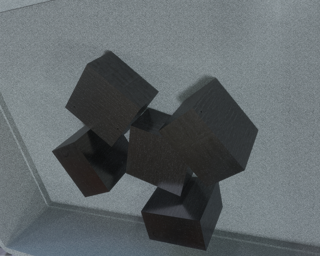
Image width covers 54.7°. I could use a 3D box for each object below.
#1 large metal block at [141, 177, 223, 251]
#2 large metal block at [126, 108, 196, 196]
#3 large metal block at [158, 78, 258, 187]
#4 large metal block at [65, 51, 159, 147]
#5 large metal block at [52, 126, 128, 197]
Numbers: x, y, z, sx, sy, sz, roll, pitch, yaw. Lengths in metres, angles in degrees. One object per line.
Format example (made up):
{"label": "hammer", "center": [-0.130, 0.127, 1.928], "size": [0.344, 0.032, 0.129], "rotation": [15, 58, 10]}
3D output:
{"label": "large metal block", "center": [0.033, 0.111, 0.422], "size": [0.080, 0.080, 0.050], "rotation": [1, 119, 27]}
{"label": "large metal block", "center": [0.006, 0.031, 0.405], "size": [0.080, 0.050, 0.079], "rotation": [20, 126, 15]}
{"label": "large metal block", "center": [0.057, 0.003, 0.342], "size": [0.080, 0.080, 0.050], "rotation": [49, 128, -7]}
{"label": "large metal block", "center": [-0.063, -0.036, 0.399], "size": [0.080, 0.050, 0.080], "rotation": [41, 129, 0]}
{"label": "large metal block", "center": [-0.089, 0.038, 0.440], "size": [0.050, 0.080, 0.080], "rotation": [-20, 108, 35]}
